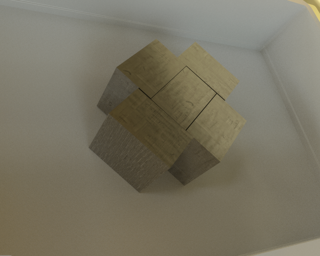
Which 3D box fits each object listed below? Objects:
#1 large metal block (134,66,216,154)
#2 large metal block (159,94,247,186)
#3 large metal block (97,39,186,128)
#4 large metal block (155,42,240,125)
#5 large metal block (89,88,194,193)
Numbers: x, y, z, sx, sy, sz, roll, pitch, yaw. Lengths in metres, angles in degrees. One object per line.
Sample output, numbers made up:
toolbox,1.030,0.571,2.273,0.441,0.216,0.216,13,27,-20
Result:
large metal block,0.013,-0.019,0.389,0.050,0.080,0.080,43,51,0
large metal block,0.051,0.016,0.389,0.050,0.080,0.080,43,51,0
large metal block,-0.024,-0.053,0.389,0.050,0.080,0.080,43,51,0
large metal block,0.048,-0.057,0.432,0.080,0.080,0.050,42,51,0
large metal block,-0.024,0.017,0.348,0.080,0.080,0.050,42,51,0
